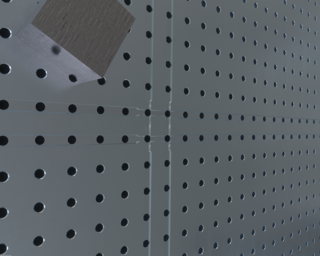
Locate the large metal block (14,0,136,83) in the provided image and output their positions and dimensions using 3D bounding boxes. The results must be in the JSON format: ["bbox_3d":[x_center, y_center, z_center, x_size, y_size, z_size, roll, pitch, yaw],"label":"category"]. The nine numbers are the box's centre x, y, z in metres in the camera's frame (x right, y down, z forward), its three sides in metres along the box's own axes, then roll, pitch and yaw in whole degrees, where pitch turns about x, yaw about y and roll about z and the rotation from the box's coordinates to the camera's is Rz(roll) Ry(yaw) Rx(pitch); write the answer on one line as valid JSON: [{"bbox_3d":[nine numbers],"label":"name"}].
[{"bbox_3d":[-0.085,-0.105,0.321,0.080,0.050,0.080,37,67,-34],"label":"large metal block"}]
